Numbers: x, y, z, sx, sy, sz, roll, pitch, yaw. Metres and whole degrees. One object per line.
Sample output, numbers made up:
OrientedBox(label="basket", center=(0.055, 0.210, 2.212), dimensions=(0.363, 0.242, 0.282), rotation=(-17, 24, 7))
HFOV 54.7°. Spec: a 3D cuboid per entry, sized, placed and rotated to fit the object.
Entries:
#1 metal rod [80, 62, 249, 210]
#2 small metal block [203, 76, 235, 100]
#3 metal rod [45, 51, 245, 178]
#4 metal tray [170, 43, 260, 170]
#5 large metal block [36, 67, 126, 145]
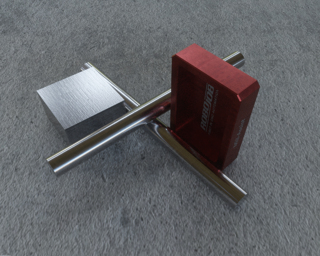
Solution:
OrientedBox(label="metal rod", center=(-0.012, -0.005, 0.409), dimensions=(0.025, 0.025, 0.300), rotation=(-35, 58, -26))
OrientedBox(label="small metal block", center=(0.083, -0.054, 0.451), dimensions=(0.050, 0.025, 0.050), rotation=(-29, 56, -22))
OrientedBox(label="metal rod", center=(-0.001, -0.029, 0.396), dimensions=(0.302, 0.025, 0.025), rotation=(-32, 57, -25))
OrientedBox(label="metal tray", center=(0.054, -0.019, 0.352), dimensions=(0.030, 0.129, 0.090), rotation=(-36, 59, -25))
OrientedBox(label="large metal block", center=(-0.100, -0.025, 0.407), dimensions=(0.081, 0.050, 0.080), rotation=(-30, 56, -23))
